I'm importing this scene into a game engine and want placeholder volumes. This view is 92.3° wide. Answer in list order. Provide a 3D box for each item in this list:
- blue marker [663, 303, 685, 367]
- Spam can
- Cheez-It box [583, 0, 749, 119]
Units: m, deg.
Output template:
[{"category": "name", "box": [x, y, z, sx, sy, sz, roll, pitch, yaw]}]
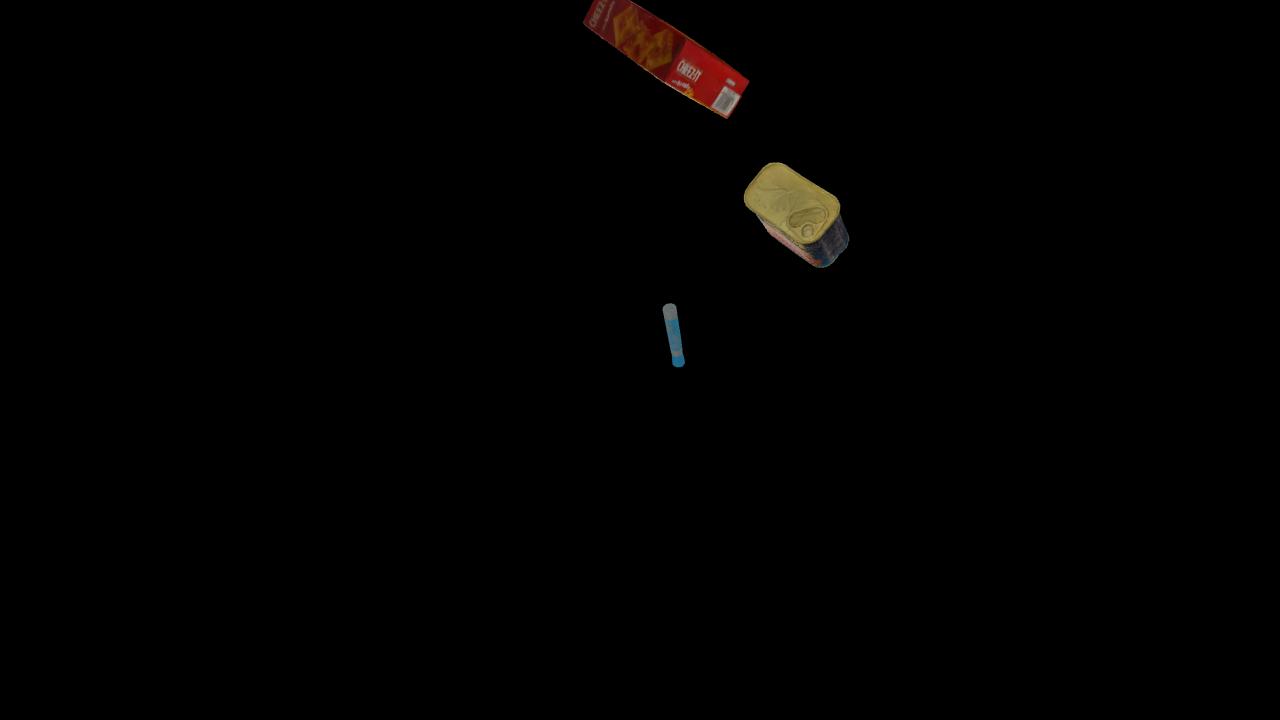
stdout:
[{"category": "blue marker", "box": [0.049, -0.031, 0.861, 0.020, 0.020, 0.121, 0, -40, 12]}, {"category": "Spam can", "box": [0.171, -0.153, 0.661, 0.101, 0.058, 0.085, 45, 11, 27]}, {"category": "Cheez-It box", "box": [0.040, -0.474, 0.946, 0.166, 0.071, 0.223, 1, 40, -48]}]
